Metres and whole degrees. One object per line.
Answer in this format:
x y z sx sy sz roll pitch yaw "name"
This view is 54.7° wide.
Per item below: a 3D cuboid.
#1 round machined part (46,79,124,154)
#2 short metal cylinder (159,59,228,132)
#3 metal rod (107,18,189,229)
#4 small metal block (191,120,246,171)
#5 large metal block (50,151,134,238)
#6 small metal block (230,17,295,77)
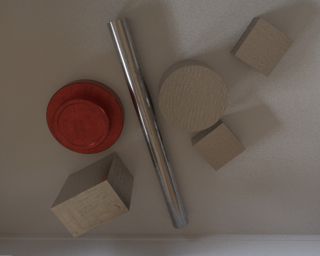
-0.097 -0.010 0.397 0.099 0.042 0.097 0 110 -1 "round machined part"
0.039 -0.041 0.383 0.081 0.050 0.079 0 110 -1 "short metal cylinder"
-0.010 0.008 0.414 0.025 0.025 0.298 -15 110 5 "metal rod"
0.078 0.022 0.421 0.050 0.025 0.050 -39 106 13 "small metal block"
-0.085 0.085 0.412 0.080 0.080 0.050 -28 108 9 "large metal block"
0.123 -0.098 0.377 0.050 0.025 0.050 30 107 -11 "small metal block"
